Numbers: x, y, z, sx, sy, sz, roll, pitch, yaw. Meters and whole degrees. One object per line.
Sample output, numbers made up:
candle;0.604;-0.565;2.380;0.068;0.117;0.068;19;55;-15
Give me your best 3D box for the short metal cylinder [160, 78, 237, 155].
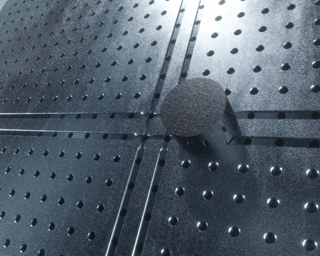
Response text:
short metal cylinder;0.047;-0.014;0.377;0.080;0.050;0.080;-13;56;21
